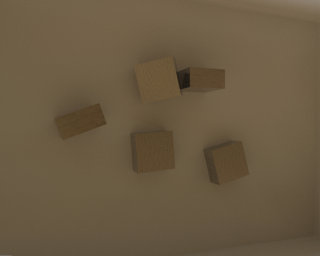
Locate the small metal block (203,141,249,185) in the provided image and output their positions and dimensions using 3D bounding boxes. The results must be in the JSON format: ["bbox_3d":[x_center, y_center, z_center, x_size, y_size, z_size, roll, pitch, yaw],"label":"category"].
[{"bbox_3d":[0.095,0.049,0.446,0.050,0.025,0.050,-15,95,-19],"label":"small metal block"}]

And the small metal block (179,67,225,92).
[{"bbox_3d":[0.052,-0.064,0.416,0.050,0.050,0.025,0,90,-20],"label":"small metal block"}]

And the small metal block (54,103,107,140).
[{"bbox_3d":[-0.094,-0.008,0.362,0.050,0.050,0.025,-22,98,-19],"label":"small metal block"}]

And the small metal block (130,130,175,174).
[{"bbox_3d":[-0.010,0.030,0.407,0.050,0.025,0.050,-5,92,-20],"label":"small metal block"}]

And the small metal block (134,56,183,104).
[{"bbox_3d":[-0.001,-0.061,0.398,0.050,0.025,0.050,-11,95,10],"label":"small metal block"}]
